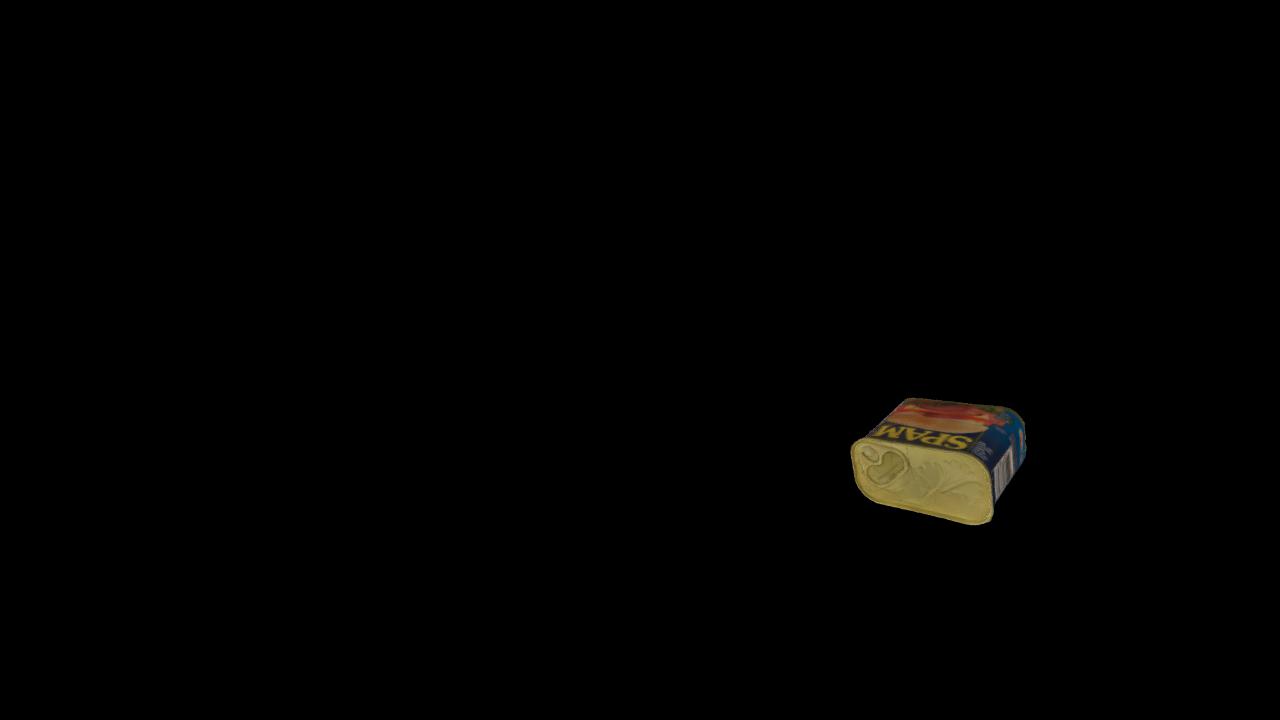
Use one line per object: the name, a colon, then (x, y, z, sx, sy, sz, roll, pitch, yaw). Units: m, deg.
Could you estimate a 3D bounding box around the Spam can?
Spam can: (0.230, 0.072, 0.472, 0.085, 0.058, 0.101, -27, 22, -38)
